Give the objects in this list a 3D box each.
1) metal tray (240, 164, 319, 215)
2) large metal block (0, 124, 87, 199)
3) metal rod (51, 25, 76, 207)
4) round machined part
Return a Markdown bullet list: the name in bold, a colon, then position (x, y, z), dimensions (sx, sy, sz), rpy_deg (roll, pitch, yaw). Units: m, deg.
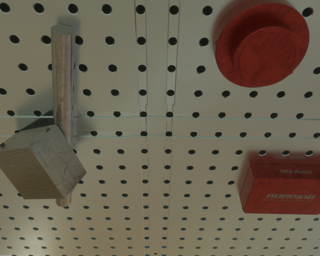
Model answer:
- **metal tray**: position (0.203, 0.099, 0.495), dimensions (0.131, 0.030, 0.089), rpy_deg (2, 130, -2)
- **large metal block**: position (-0.158, 0.046, 0.408), dimensions (0.080, 0.050, 0.080), rpy_deg (-9, 119, 31)
- **metal rod**: position (-0.130, 0.009, 0.417), dimensions (0.025, 0.025, 0.298), rpy_deg (9, 130, -7)
- **round machined part**: position (0.109, -0.083, 0.330), dimensions (0.099, 0.042, 0.097), rpy_deg (0, 130, 0)
